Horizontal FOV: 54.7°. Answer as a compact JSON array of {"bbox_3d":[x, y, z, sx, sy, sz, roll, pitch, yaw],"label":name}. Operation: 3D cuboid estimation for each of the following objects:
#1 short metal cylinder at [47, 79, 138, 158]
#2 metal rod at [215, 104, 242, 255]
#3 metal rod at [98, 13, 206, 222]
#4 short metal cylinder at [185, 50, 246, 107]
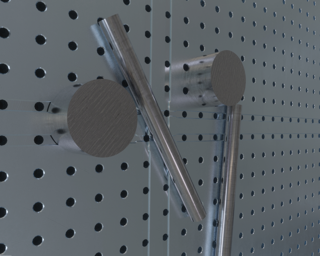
[{"bbox_3d":[-0.072,-0.010,0.333,0.081,0.050,0.079,0,90,-40],"label":"short metal cylinder"},{"bbox_3d":[0.109,0.110,0.500,0.025,0.025,0.298,9,84,-40],"label":"metal rod"},{"bbox_3d":[-0.002,0.001,0.407,0.025,0.025,0.299,-38,113,-34],"label":"metal rod"},{"bbox_3d":[0.083,-0.071,0.462,0.081,0.050,0.079,0,90,-40],"label":"short metal cylinder"}]
